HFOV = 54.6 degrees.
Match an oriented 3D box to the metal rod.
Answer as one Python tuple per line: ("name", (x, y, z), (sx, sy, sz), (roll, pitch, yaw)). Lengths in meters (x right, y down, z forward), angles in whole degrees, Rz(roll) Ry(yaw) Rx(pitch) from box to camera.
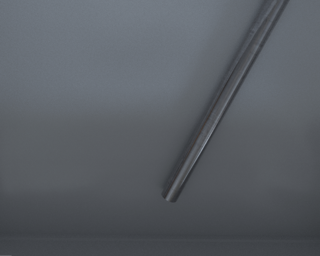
("metal rod", (0.076, -0.028, 0.401), (0.025, 0.025, 0.298), (24, 108, -9))
